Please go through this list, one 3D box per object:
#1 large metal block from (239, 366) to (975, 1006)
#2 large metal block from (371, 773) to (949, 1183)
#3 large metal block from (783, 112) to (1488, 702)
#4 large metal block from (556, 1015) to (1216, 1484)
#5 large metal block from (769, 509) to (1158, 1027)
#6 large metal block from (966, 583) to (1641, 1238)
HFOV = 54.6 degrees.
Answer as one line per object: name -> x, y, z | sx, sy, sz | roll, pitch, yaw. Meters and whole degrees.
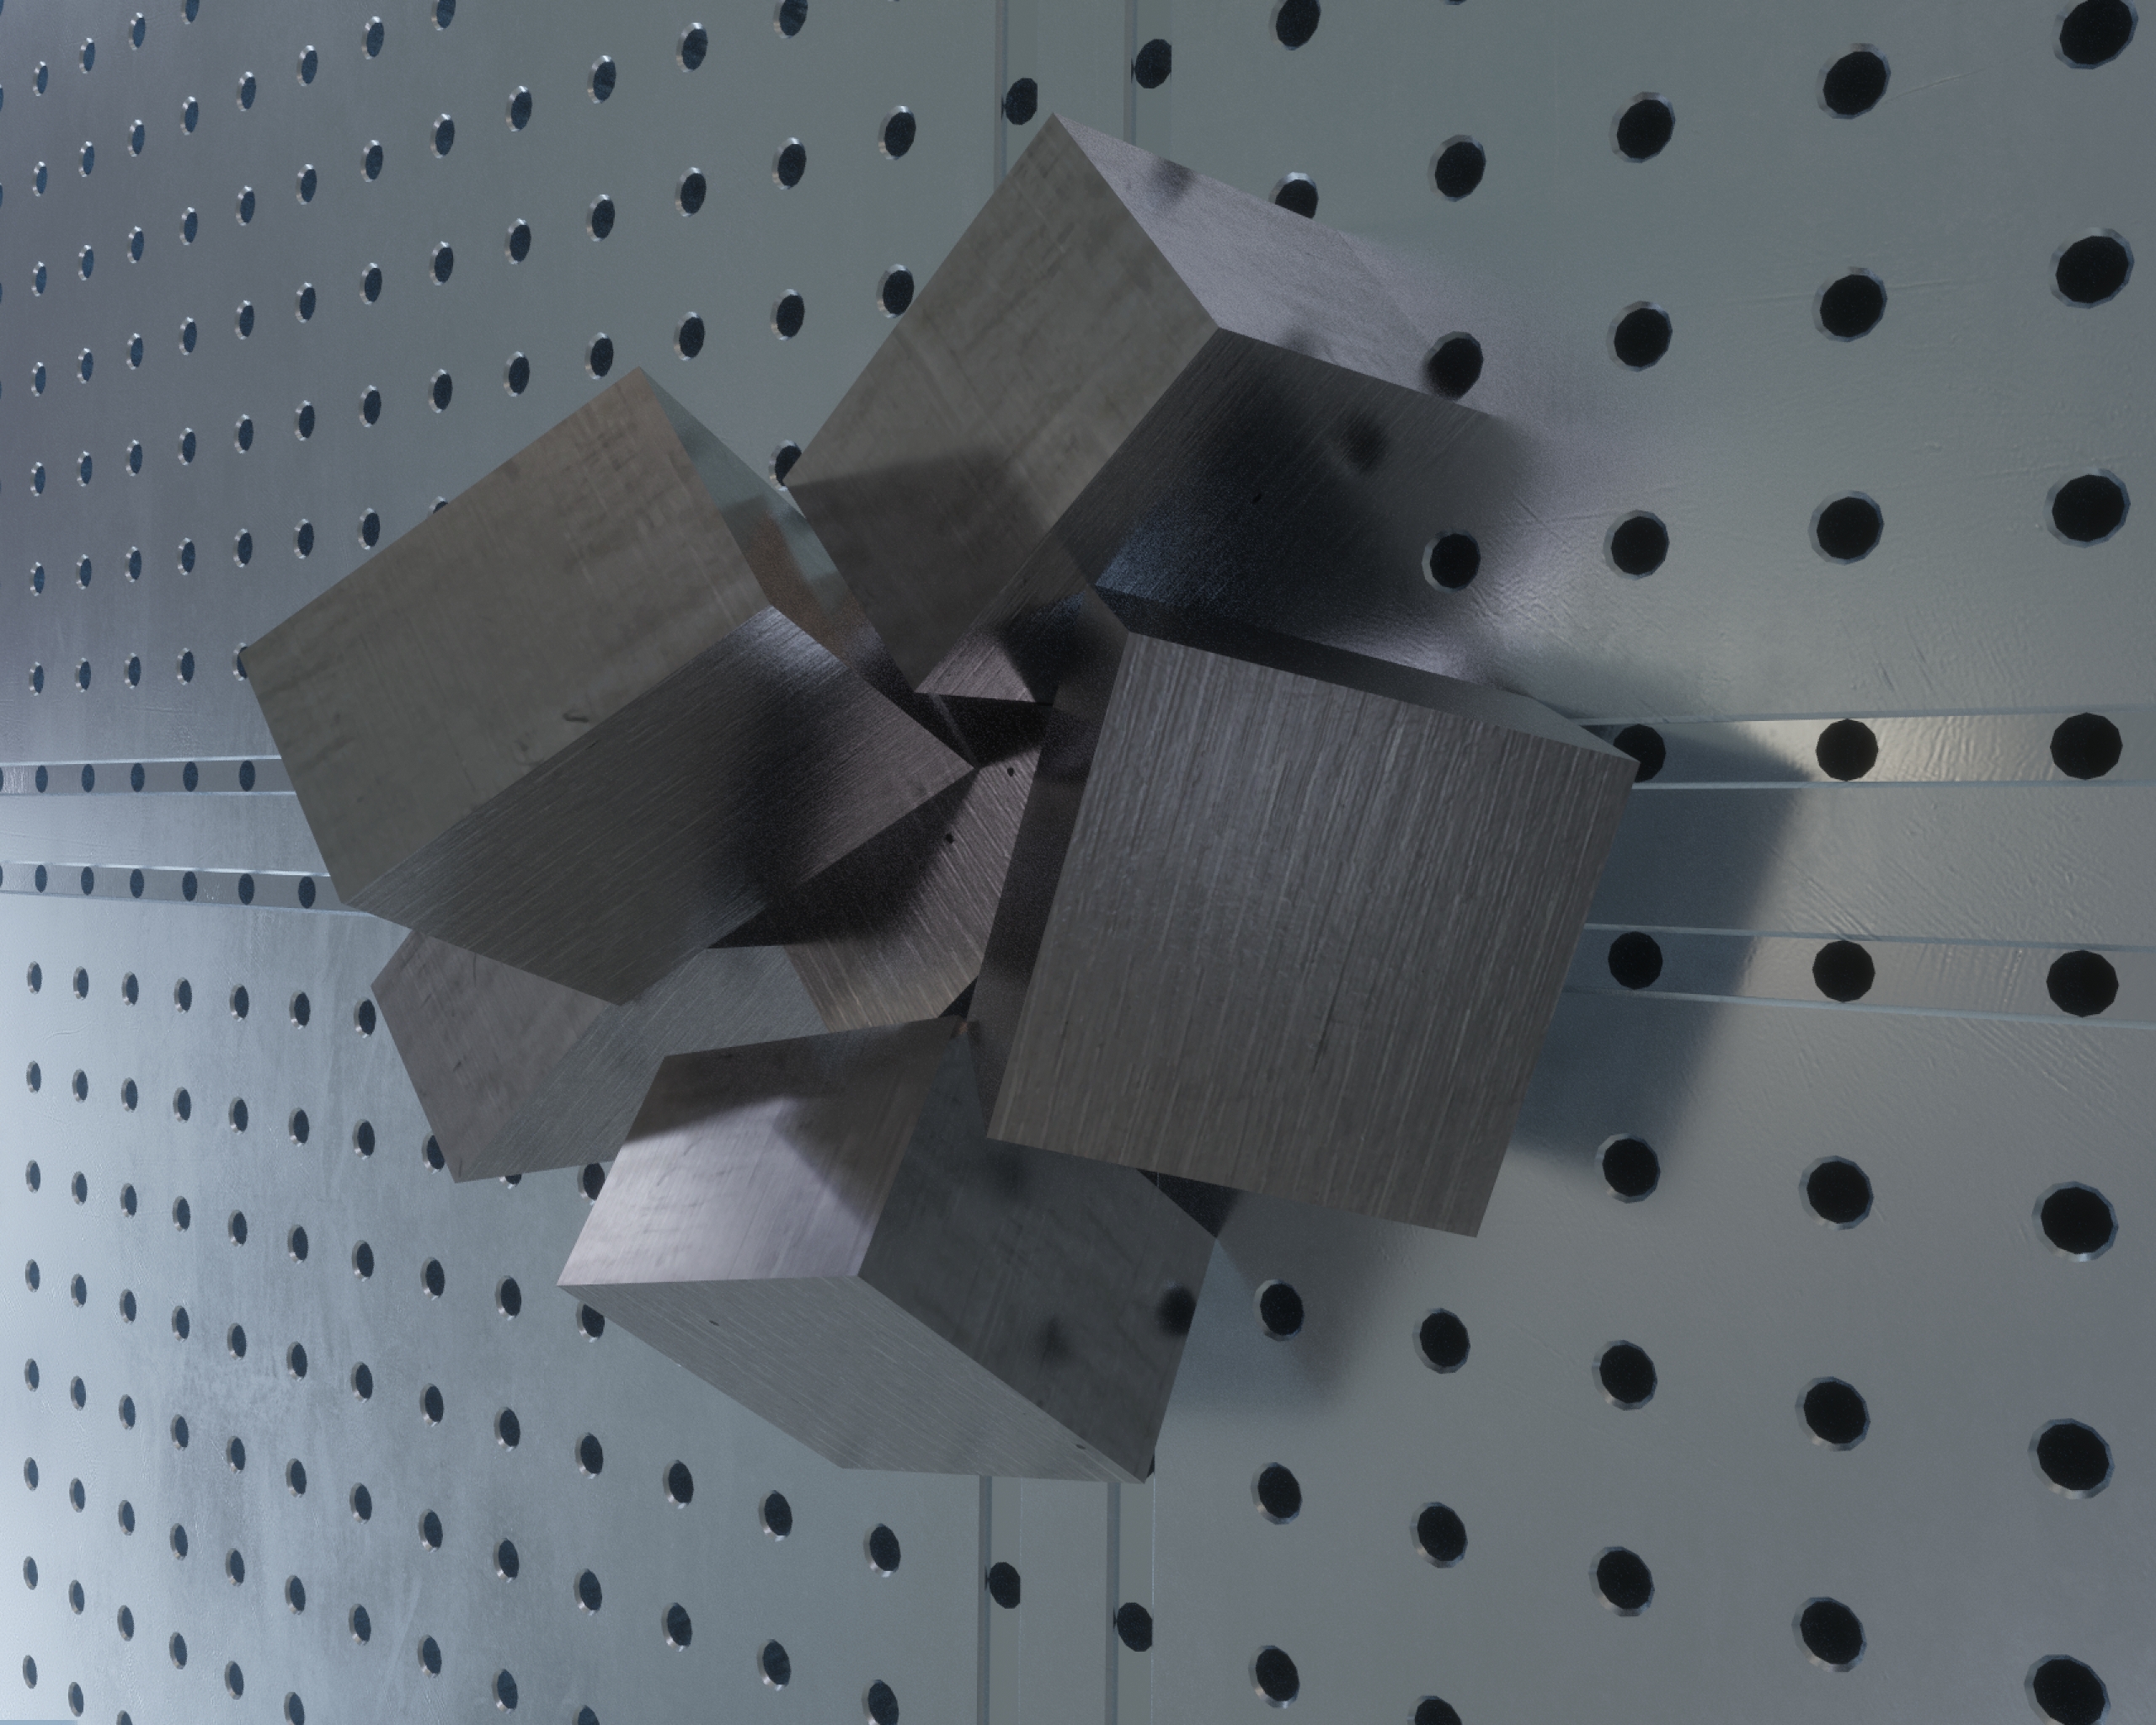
large metal block -> -0.077, -0.025, 0.356 | 0.080, 0.080, 0.050 | -34, 67, 8
large metal block -> -0.089, 0.021, 0.447 | 0.080, 0.081, 0.050 | -46, 63, 30
large metal block -> 0.010, -0.073, 0.366 | 0.080, 0.081, 0.050 | -47, 63, 30
large metal block -> -0.035, 0.075, 0.394 | 0.080, 0.080, 0.050 | -11, 47, 39
large metal block -> -0.020, -0.012, 0.413 | 0.080, 0.050, 0.080 | -47, 62, 30
large metal block -> 0.032, 0.007, 0.338 | 0.050, 0.080, 0.080 | -115, 39, -73
